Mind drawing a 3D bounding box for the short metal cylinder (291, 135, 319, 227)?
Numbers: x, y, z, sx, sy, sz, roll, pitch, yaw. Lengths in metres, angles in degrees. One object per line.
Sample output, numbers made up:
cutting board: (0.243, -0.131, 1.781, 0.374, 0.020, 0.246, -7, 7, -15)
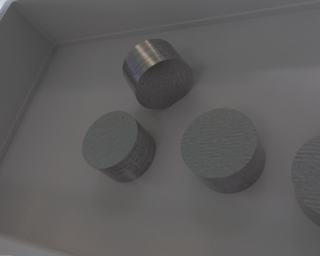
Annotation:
short metal cylinder: (0.162, 0.049, 0.274, 0.080, 0.050, 0.080, -13, 56, 21)

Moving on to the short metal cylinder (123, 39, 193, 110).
short metal cylinder: (-0.004, -0.071, 0.416, 0.080, 0.080, 0.050, -35, 51, 5)

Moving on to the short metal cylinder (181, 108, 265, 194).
short metal cylinder: (0.069, 0.025, 0.338, 0.080, 0.050, 0.080, -13, 56, 21)

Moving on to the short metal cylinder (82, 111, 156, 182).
short metal cylinder: (-0.053, 0.024, 0.402, 0.080, 0.050, 0.080, -13, 56, 21)
